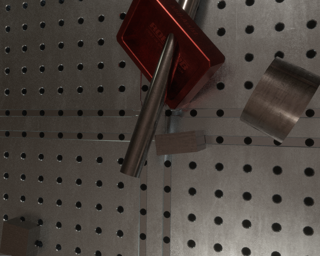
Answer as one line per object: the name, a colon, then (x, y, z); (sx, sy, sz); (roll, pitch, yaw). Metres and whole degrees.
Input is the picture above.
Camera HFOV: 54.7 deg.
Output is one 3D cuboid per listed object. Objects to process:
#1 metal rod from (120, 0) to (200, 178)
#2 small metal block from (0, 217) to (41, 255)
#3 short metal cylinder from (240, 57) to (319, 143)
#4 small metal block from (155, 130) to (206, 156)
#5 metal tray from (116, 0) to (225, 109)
metal rod: (0.012, -0.085, 0.381); (0.025, 0.025, 0.299); (17, 86, 19)
small metal block: (-0.220, 0.175, 0.488); (0.050, 0.025, 0.050); (9, 93, 19)
short metal cylinder: (0.130, -0.030, 0.337); (0.050, 0.080, 0.080); (32, 100, 17)
small metal block: (0.027, 0.018, 0.389); (0.050, 0.050, 0.025); (-7, 88, 19)
metal tray: (0.007, -0.099, 0.383); (0.130, 0.030, 0.089); (53, 137, 12)
